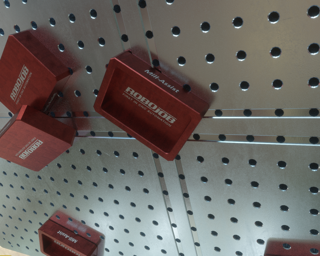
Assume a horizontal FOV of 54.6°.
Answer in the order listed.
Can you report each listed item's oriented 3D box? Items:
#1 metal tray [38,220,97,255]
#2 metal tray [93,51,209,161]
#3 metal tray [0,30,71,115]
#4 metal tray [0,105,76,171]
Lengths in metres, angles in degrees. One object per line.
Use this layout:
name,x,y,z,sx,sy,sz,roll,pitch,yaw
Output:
metal tray,-0.203,0.265,0.679,0.130,0.030,0.089,22,127,15
metal tray,-0.015,-0.026,0.400,0.130,0.030,0.089,34,129,5
metal tray,-0.201,-0.070,0.472,0.090,0.030,0.129,44,129,-3
metal tray,-0.210,0.022,0.508,0.090,0.030,0.130,31,135,-30
